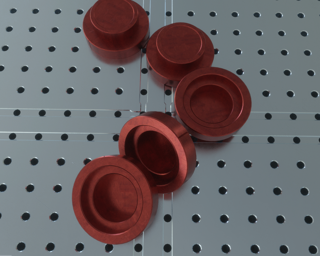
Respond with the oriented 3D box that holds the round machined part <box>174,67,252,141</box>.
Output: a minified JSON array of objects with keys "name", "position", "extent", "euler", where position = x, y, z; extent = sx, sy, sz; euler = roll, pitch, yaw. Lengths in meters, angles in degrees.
[{"name":"round machined part","position":[0.067,-0.029,0.414],"extent":[0.099,0.042,0.098],"euler":[0,71,-1]}]

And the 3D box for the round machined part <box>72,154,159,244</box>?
[{"name":"round machined part","position":[-0.048,0.079,0.360],"extent":[0.098,0.042,0.097],"euler":[0,89,17]}]

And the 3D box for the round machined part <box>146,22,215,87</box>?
[{"name":"round machined part","position":[0.029,-0.111,0.444],"extent":[0.099,0.042,0.098],"euler":[0,70,0]}]

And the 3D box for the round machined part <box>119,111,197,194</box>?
[{"name":"round machined part","position":[0.001,0.026,0.374],"extent":[0.098,0.097,0.042],"euler":[43,38,13]}]

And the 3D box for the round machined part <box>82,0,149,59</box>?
[{"name":"round machined part","position":[-0.066,-0.156,0.459],"extent":[0.099,0.042,0.098],"euler":[0,70,-1]}]
